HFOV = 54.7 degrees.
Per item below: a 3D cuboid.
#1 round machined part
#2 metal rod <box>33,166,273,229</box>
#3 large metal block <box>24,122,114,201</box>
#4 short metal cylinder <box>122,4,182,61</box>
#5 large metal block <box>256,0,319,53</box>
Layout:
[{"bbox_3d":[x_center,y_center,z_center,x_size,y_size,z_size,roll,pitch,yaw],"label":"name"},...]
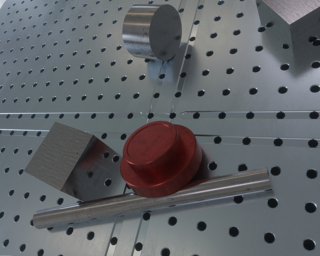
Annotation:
[{"bbox_3d":[-0.004,0.029,0.365,0.098,0.042,0.098,-18,38,15],"label":"round machined part"},{"bbox_3d":[-0.025,0.087,0.367,0.301,0.025,0.025,-15,56,19],"label":"metal rod"},{"bbox_3d":[-0.125,0.045,0.430,0.080,0.050,0.080,16,70,34],"label":"large metal block"},{"bbox_3d":[-0.010,-0.144,0.467,0.050,0.080,0.080,16,70,34],"label":"short metal cylinder"},{"bbox_3d":[0.180,-0.156,0.393,0.080,0.050,0.080,-31,52,8],"label":"large metal block"}]
